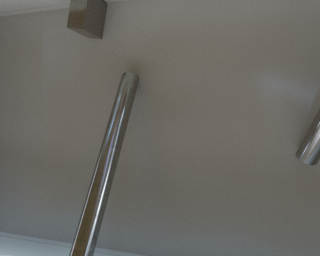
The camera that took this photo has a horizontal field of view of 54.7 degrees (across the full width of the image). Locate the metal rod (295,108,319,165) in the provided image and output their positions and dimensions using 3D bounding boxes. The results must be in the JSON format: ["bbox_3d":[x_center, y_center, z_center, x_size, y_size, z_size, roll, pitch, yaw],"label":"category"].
[{"bbox_3d":[0.193,-0.087,0.271,0.025,0.025,0.298,24,126,18],"label":"metal rod"}]

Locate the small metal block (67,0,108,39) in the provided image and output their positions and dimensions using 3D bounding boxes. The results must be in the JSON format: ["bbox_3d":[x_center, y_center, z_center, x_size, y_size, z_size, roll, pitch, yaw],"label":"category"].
[{"bbox_3d":[-0.100,-0.156,0.431,0.025,0.050,0.050,11,94,19],"label":"small metal block"}]

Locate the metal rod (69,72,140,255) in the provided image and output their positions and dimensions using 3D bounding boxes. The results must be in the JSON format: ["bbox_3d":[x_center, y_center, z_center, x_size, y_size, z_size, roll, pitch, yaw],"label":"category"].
[{"bbox_3d":[-0.069,0.065,0.366,0.025,0.025,0.299,3,65,19],"label":"metal rod"}]
